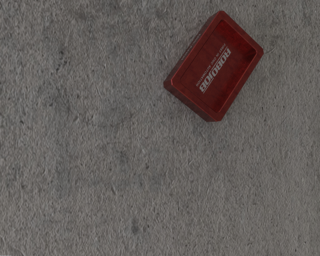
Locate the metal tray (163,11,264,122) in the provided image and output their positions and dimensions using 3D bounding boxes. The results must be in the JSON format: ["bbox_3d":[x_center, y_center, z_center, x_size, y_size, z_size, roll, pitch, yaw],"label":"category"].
[{"bbox_3d":[0.077,-0.084,0.434,0.090,0.030,0.130,38,78,-16],"label":"metal tray"}]
